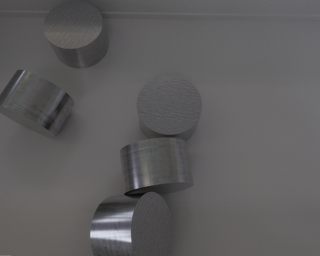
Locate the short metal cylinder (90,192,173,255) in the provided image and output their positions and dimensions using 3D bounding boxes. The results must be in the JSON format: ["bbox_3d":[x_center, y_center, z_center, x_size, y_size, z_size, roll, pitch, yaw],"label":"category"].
[{"bbox_3d":[-0.028,0.111,0.332,0.050,0.080,0.080,-13,67,29],"label":"short metal cylinder"}]

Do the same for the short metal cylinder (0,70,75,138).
[{"bbox_3d":[-0.156,-0.029,0.390,0.080,0.080,0.050,22,72,8],"label":"short metal cylinder"}]

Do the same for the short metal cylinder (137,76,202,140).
[{"bbox_3d":[0.012,-0.021,0.404,0.081,0.050,0.080,0,70,0],"label":"short metal cylinder"}]

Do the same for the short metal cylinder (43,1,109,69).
[{"bbox_3d":[-0.118,-0.133,0.444,0.081,0.050,0.080,0,70,0],"label":"short metal cylinder"}]

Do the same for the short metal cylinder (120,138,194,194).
[{"bbox_3d":[-0.004,0.048,0.363,0.081,0.080,0.050,-8,70,-3],"label":"short metal cylinder"}]
